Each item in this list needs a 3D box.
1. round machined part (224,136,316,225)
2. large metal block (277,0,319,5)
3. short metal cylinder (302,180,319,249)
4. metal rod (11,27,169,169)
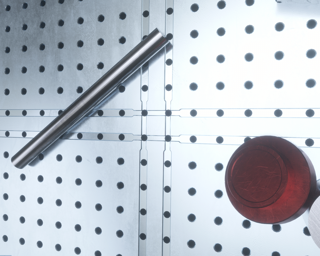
[{"bbox_3d":[0.114,0.055,0.342,0.098,0.042,0.098,-16,65,38],"label":"round machined part"},{"bbox_3d":[0.178,-0.184,0.337,0.080,0.050,0.079,12,94,19],"label":"large metal block"},{"bbox_3d":[0.197,0.095,0.328,0.080,0.050,0.079,0,92,17],"label":"short metal cylinder"},{"bbox_3d":[-0.110,-0.035,0.449,0.300,0.025,0.025,-38,78,15],"label":"metal rod"}]
